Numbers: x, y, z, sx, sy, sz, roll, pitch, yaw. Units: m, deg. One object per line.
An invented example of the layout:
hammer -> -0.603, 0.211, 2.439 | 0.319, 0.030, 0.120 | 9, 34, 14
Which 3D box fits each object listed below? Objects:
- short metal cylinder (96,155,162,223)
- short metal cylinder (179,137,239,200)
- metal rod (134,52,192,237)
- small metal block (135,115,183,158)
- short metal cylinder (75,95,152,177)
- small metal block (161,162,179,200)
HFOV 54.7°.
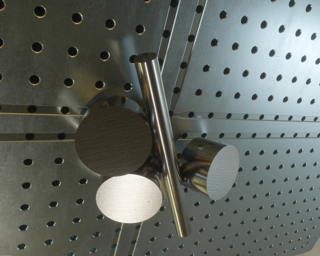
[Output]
short metal cylinder -> -0.038, 0.075, 0.399 | 0.081, 0.050, 0.079 | -1, 120, -2
short metal cylinder -> 0.071, 0.057, 0.448 | 0.081, 0.050, 0.079 | -18, 115, -43
metal rod -> 0.012, 0.045, 0.408 | 0.025, 0.025, 0.298 | -23, 127, -14
small metal block -> -0.006, 0.004, 0.406 | 0.050, 0.025, 0.050 | -37, 129, -4
short metal cylinder -> -0.051, 0.008, 0.349 | 0.081, 0.050, 0.079 | -2, 109, -6
small metal block -> 0.010, 0.071, 0.456 | 0.050, 0.025, 0.050 | -35, 129, -5
